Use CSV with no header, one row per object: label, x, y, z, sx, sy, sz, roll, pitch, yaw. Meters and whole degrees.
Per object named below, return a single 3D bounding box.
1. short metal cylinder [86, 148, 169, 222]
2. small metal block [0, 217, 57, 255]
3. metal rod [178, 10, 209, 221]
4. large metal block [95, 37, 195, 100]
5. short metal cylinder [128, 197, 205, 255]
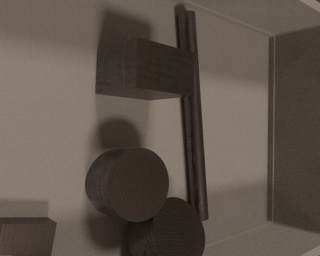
short metal cylinder,-0.037,0.064,0.356,0.081,0.050,0.080,6,81,-38
small metal block,-0.133,0.114,0.297,0.050,0.025,0.050,14,81,-39
metal rod,0.048,-0.015,0.449,0.025,0.025,0.298,-7,95,-40
large metal block,-0.018,-0.063,0.357,0.081,0.080,0.050,3,88,-40
short metal cylinder,0.009,0.131,0.379,0.080,0.050,0.080,25,47,-29
